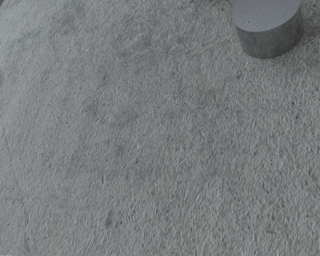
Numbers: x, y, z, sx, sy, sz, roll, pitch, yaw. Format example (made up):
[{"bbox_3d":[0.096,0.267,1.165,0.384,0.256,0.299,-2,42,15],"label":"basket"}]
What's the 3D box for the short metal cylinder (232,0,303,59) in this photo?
[{"bbox_3d":[0.139,-0.137,0.399,0.080,0.050,0.080,-13,56,21],"label":"short metal cylinder"}]
